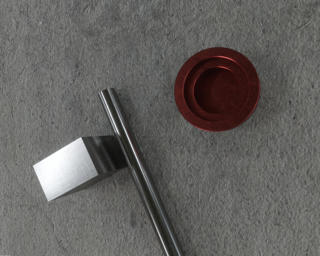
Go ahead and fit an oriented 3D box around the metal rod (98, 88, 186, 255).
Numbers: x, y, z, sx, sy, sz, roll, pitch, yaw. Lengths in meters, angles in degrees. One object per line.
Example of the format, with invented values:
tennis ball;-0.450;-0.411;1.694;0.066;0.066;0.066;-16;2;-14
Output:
metal rod;-0.016;0.085;0.413;0.025;0.025;0.299;-26;82;18

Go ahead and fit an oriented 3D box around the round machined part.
round machined part;0.070;-0.044;0.375;0.098;0.042;0.097;0;90;19

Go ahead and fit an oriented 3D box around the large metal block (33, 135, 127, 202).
large metal block;-0.103;0.051;0.415;0.080;0.080;0.050;-29;81;17
